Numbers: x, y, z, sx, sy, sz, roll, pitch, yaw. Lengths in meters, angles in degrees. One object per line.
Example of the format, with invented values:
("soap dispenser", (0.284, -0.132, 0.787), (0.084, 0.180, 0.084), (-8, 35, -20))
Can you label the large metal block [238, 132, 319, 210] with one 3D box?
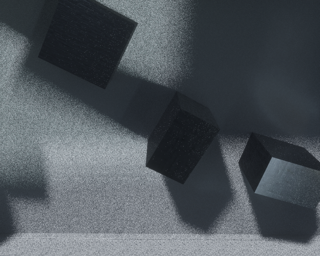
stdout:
("large metal block", (0.159, 0.053, 0.404), (0.080, 0.080, 0.050), (17, 109, -7))

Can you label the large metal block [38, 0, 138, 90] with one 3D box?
("large metal block", (-0.080, -0.103, 0.359), (0.080, 0.050, 0.080), (26, 108, -10))

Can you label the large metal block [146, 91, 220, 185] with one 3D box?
("large metal block", (0.025, 0.009, 0.386), (0.050, 0.080, 0.080), (28, 108, -10))
